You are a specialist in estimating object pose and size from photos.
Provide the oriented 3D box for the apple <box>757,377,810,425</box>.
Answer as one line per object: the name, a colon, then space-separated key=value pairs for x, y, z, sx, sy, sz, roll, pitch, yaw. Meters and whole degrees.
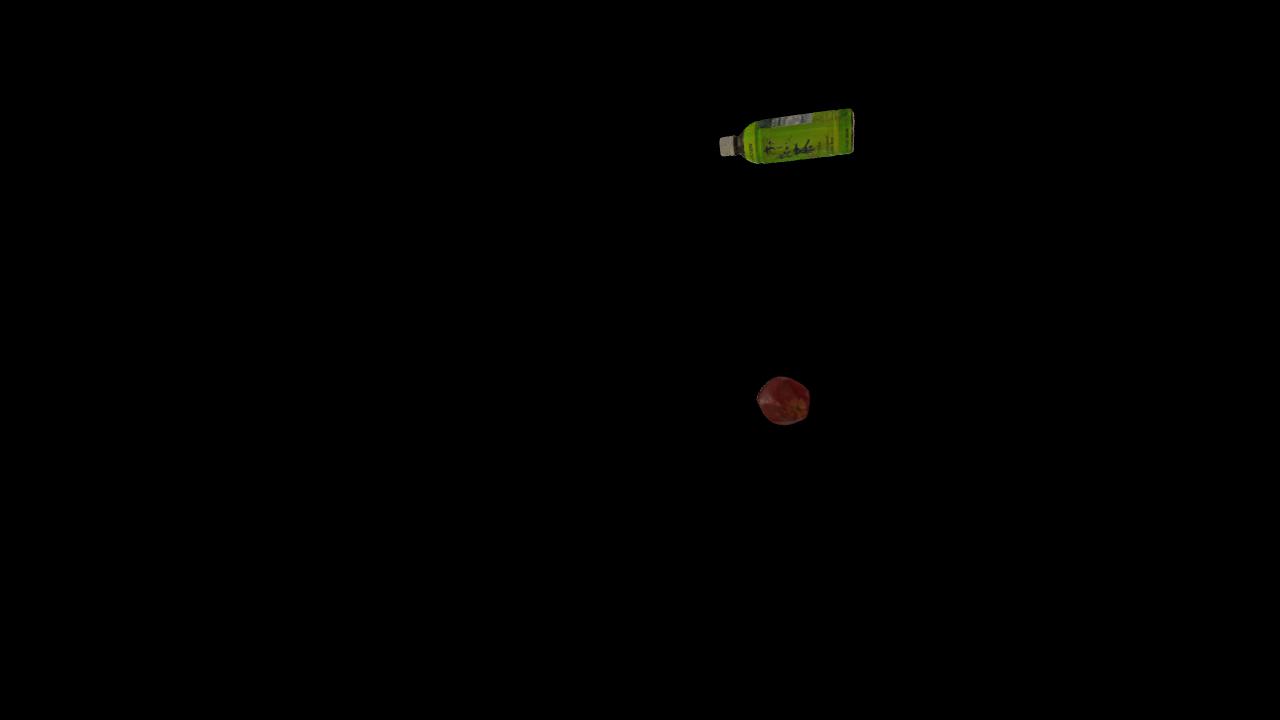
apple: x=0.231 y=0.066 z=0.981 sx=0.079 sy=0.079 sz=0.093 roll=0 pitch=7 yaw=-11

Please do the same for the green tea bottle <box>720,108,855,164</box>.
green tea bottle: x=0.236 y=-0.359 z=0.999 sx=0.212 sy=0.073 sz=0.073 roll=1 pitch=0 yaw=18
